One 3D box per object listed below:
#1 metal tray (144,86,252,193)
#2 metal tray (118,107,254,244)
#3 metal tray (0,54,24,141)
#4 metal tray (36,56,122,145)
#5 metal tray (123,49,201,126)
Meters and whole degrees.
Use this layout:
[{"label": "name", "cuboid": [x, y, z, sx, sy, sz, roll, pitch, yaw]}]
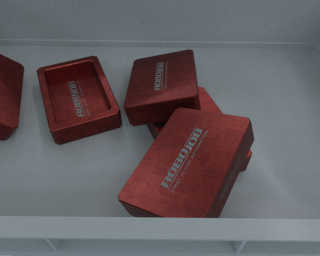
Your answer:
[{"label": "metal tray", "cuboid": [0.043, 0.008, 0.395, 0.091, 0.030, 0.130, -18, 52, -15]}, {"label": "metal tray", "cuboid": [0.030, 0.039, 0.315, 0.090, 0.030, 0.130, 12, 53, 33]}, {"label": "metal tray", "cuboid": [-0.233, -0.053, 0.407, 0.090, 0.030, 0.130, 26, 36, -40]}, {"label": "metal tray", "cuboid": [-0.116, -0.045, 0.437, 0.091, 0.030, 0.130, -17, 52, -14]}, {"label": "metal tray", "cuboid": [0.005, -0.059, 0.422, 0.090, 0.030, 0.130, -9, 37, 9]}]
